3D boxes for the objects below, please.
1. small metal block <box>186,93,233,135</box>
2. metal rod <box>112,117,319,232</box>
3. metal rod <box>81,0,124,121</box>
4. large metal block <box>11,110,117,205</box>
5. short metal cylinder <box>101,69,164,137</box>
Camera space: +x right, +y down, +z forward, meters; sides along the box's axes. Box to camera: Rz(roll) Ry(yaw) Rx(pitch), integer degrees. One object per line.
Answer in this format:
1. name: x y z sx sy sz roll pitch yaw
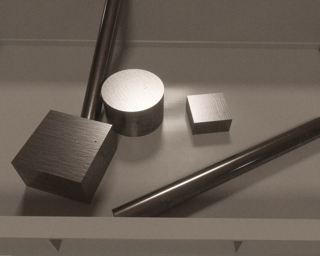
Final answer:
1. small metal block: 0.065 -0.020 0.423 0.050 0.025 0.050 -5 50 -5
2. metal rod: 0.089 0.045 0.368 0.302 0.025 0.025 -21 53 -17
3. metal rod: -0.068 -0.153 0.430 0.025 0.025 0.298 10 84 7
4. large metal block: -0.106 0.032 0.360 0.080 0.050 0.080 14 51 11
5. short metal cylinder: -0.035 -0.034 0.417 0.081 0.050 0.080 0 50 0
